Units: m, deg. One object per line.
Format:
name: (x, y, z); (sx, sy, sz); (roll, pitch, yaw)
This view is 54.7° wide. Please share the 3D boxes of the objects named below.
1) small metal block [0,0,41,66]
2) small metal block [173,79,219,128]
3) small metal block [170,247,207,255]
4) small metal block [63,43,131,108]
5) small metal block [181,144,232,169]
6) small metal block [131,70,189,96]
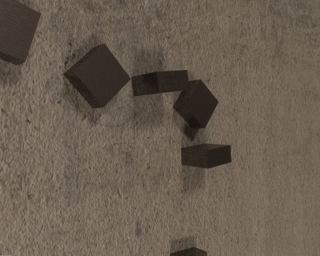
small metal block: (-0.145, -0.092, 0.284); (0.050, 0.025, 0.050); (21, 77, -38)
small metal block: (0.053, -0.034, 0.452); (0.050, 0.025, 0.050); (45, 63, -31)
small metal block: (0.040, 0.203, 0.441); (0.050, 0.025, 0.050); (5, 87, -40)
small metal block: (-0.069, -0.058, 0.348); (0.050, 0.025, 0.050); (-52, 121, -27)
small metal block: (0.067, 0.039, 0.447); (0.050, 0.050, 0.025); (-7, 95, -40)
small metal block: (0.000, -0.056, 0.391); (0.050, 0.050, 0.025); (-12, 98, -40)
